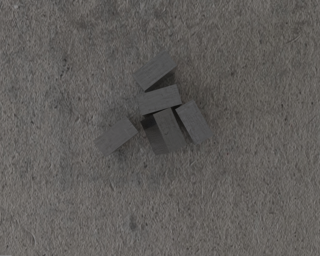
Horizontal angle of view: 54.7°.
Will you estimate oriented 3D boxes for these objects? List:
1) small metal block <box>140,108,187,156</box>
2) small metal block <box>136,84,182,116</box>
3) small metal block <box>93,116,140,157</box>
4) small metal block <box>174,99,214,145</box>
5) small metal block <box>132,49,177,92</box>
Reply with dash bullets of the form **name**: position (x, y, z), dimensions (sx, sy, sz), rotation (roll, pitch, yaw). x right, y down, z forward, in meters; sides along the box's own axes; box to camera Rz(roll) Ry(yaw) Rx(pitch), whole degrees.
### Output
- **small metal block**: position (0.003, 0.006, 0.394), dimensions (0.025, 0.050, 0.050), rotation (-24, 91, -23)
- **small metal block**: position (-0.001, -0.034, 0.397), dimensions (0.050, 0.050, 0.025), rotation (-16, 89, 0)
- **small metal block**: position (-0.053, 0.010, 0.397), dimensions (0.050, 0.050, 0.025), rotation (-38, 90, 0)
- **small metal block**: position (0.042, -0.007, 0.398), dimensions (0.025, 0.050, 0.050), rotation (-30, 90, 0)
- **small metal block**: position (-0.007, -0.070, 0.397), dimensions (0.050, 0.050, 0.025), rotation (-38, 90, 0)
